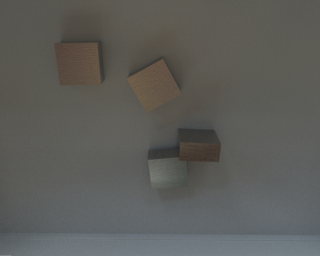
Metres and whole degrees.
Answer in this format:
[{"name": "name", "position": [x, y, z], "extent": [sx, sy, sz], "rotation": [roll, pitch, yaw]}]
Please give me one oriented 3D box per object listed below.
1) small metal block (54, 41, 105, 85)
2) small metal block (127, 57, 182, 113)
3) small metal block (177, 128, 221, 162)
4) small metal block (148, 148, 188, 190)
[{"name": "small metal block", "position": [-0.098, -0.080, 0.381], "extent": [0.050, 0.025, 0.050], "rotation": [-1, 110, 0]}, {"name": "small metal block", "position": [-0.006, -0.055, 0.391], "extent": [0.050, 0.025, 0.050], "rotation": [-27, 108, 9]}, {"name": "small metal block", "position": [0.049, 0.022, 0.406], "extent": [0.050, 0.050, 0.025], "rotation": [3, 110, -1]}, {"name": "small metal block", "position": [0.011, 0.056, 0.429], "extent": [0.050, 0.025, 0.050], "rotation": [-5, 118, 2]}]
